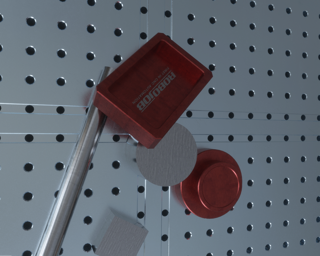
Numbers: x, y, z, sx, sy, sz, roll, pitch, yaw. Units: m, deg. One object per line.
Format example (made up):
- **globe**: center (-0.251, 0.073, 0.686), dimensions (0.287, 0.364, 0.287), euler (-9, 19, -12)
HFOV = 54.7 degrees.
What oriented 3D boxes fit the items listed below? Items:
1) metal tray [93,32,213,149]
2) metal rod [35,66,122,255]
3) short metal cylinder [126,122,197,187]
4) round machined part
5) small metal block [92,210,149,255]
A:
- **metal tray**: center (-0.005, -0.049, 0.374), dimensions (0.090, 0.030, 0.131), euler (39, 57, 1)
- **metal rod**: center (-0.106, 0.068, 0.374), dimensions (0.025, 0.025, 0.299), euler (21, 83, -19)
- **short metal cylinder**: center (0.001, 0.031, 0.401), dimensions (0.081, 0.050, 0.079), euler (0, 90, -20)
- **round machined part**: center (0.074, 0.079, 0.433), dimensions (0.099, 0.042, 0.097), euler (0, 90, -21)
- **small metal block**: center (-0.051, 0.141, 0.395), dimensions (0.050, 0.025, 0.050), euler (31, 80, -18)
